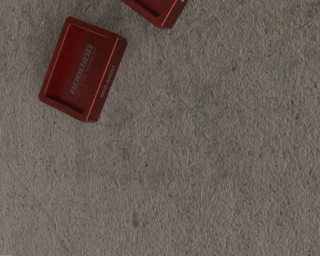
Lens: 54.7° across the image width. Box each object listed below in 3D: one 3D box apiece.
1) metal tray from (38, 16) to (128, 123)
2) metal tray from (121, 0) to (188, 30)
[{"bbox_3d":[-0.112,-0.083,0.445,0.090,0.030,0.129,25,98,18],"label":"metal tray"},{"bbox_3d":[0.007,-0.204,0.388,0.090,0.030,0.129,41,116,15],"label":"metal tray"}]
